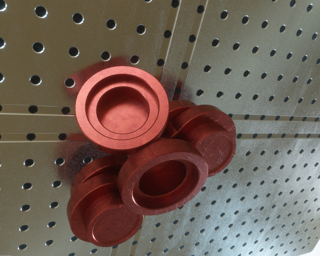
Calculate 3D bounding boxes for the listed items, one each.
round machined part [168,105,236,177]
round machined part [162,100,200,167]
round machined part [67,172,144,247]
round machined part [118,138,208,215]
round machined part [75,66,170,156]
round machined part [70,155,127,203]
[{"bbox_3d":[0.055,0.023,0.388,0.099,0.042,0.097,-14,124,-21],"label":"round machined part"},{"bbox_3d":[0.026,0.017,0.397,0.099,0.042,0.097,-14,124,-21],"label":"round machined part"},{"bbox_3d":[-0.059,0.105,0.377,0.099,0.042,0.097,-14,124,-21],"label":"round machined part"},{"bbox_3d":[0.000,0.050,0.347,0.099,0.042,0.097,-13,131,-15],"label":"round machined part"},{"bbox_3d":[-0.040,-0.016,0.343,0.099,0.098,0.042,-25,163,-13],"label":"round machined part"},{"bbox_3d":[-0.059,0.086,0.393,0.099,0.042,0.097,-14,124,-21],"label":"round machined part"}]
